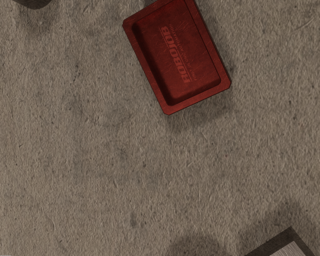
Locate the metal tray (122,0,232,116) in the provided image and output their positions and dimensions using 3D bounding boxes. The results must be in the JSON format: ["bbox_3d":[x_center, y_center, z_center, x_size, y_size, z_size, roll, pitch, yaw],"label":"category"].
[{"bbox_3d":[0.022,-0.092,0.384,0.090,0.030,0.129,-24,94,18],"label":"metal tray"}]

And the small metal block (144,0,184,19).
[{"bbox_3d":[0.005,-0.177,0.407,0.050,0.025,0.050,-31,80,17],"label":"small metal block"}]

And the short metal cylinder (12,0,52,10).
[{"bbox_3d":[-0.202,-0.227,0.465,0.080,0.050,0.079,0,90,19],"label":"short metal cylinder"}]

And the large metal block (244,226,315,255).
[{"bbox_3d":[0.141,0.172,0.346,0.080,0.050,0.080,-41,78,15],"label":"large metal block"}]
